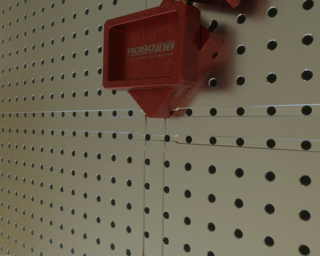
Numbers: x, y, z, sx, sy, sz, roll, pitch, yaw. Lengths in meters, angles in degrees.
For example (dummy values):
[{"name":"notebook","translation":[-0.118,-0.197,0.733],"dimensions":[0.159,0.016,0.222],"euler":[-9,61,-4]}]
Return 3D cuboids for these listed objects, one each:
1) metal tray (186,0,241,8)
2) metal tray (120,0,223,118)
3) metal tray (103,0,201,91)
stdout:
[{"name":"metal tray","translation":[0.066,-0.204,0.336],"dimensions":[0.090,0.030,0.129],"euler":[27,97,36]},{"name":"metal tray","translation":[0.007,-0.087,0.398],"dimensions":[0.090,0.030,0.129],"euler":[51,120,27]},{"name":"metal tray","translation":[-0.015,-0.093,0.376],"dimensions":[0.130,0.030,0.089],"euler":[3,92,39]}]
